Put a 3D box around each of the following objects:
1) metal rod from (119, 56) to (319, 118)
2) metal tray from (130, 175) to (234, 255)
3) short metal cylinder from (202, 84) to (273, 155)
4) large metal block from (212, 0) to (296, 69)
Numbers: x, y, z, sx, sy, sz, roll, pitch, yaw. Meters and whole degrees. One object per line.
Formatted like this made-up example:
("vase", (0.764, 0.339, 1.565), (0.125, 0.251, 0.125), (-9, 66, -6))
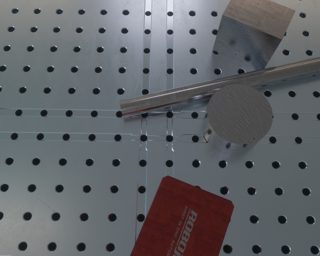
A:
("metal rod", (0.094, -0.059, 0.434), (0.302, 0.025, 0.025), (-13, 71, -5))
("metal tray", (0.022, 0.132, 0.361), (0.090, 0.030, 0.130), (21, 71, 7))
("short metal cylinder", (0.098, -0.010, 0.403), (0.081, 0.050, 0.080), (0, 70, 0))
("large metal block", (0.127, -0.134, 0.432), (0.080, 0.080, 0.050), (26, 72, 9))
